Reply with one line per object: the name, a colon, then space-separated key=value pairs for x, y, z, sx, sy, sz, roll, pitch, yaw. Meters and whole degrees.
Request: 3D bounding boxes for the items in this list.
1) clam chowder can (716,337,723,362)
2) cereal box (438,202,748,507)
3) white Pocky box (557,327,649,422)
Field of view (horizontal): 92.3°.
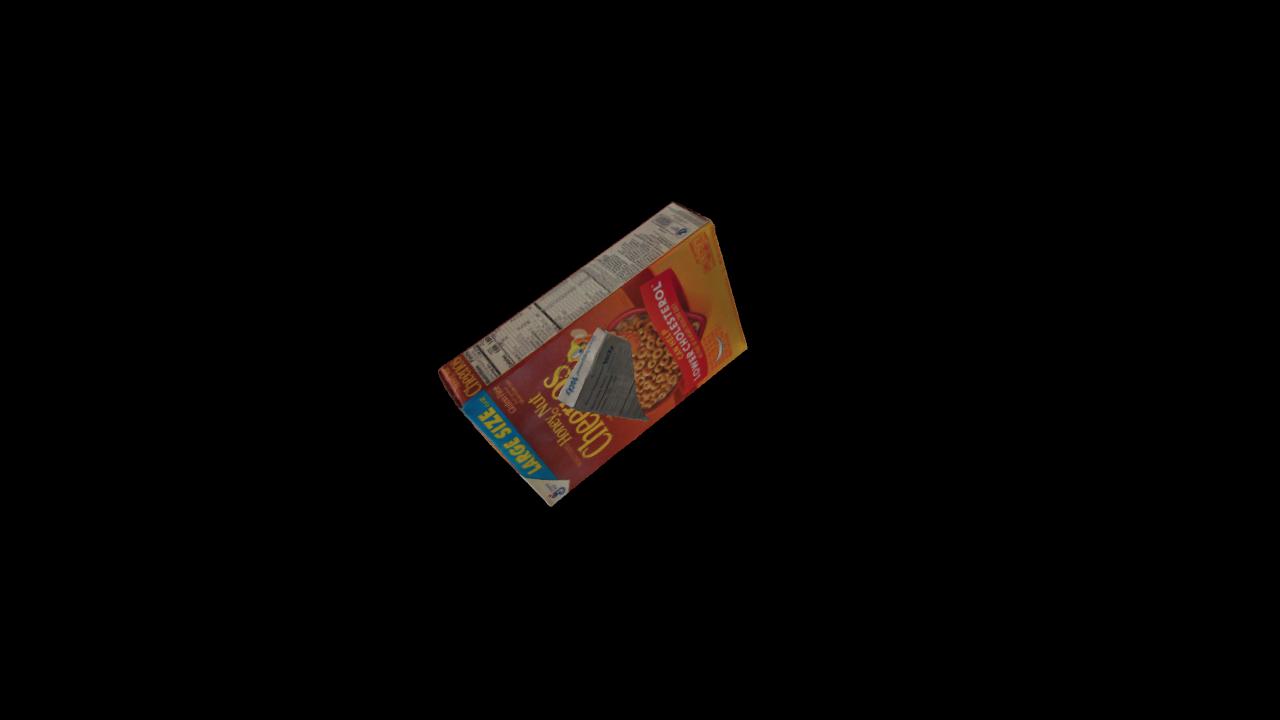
clam chowder can: x=0.062 y=-0.044 z=0.742 sx=0.068 sy=0.068 sz=0.102 roll=0 pitch=44 yaw=-2
cereal box: x=-0.032 y=0.000 z=0.668 sx=0.306 sy=0.203 sz=0.081 roll=-38 pitch=47 yaw=-12
white Pocky box: x=-0.017 y=0.019 z=0.652 sx=0.028 sy=0.084 sz=0.154 roll=26 pitch=4 yaw=32
